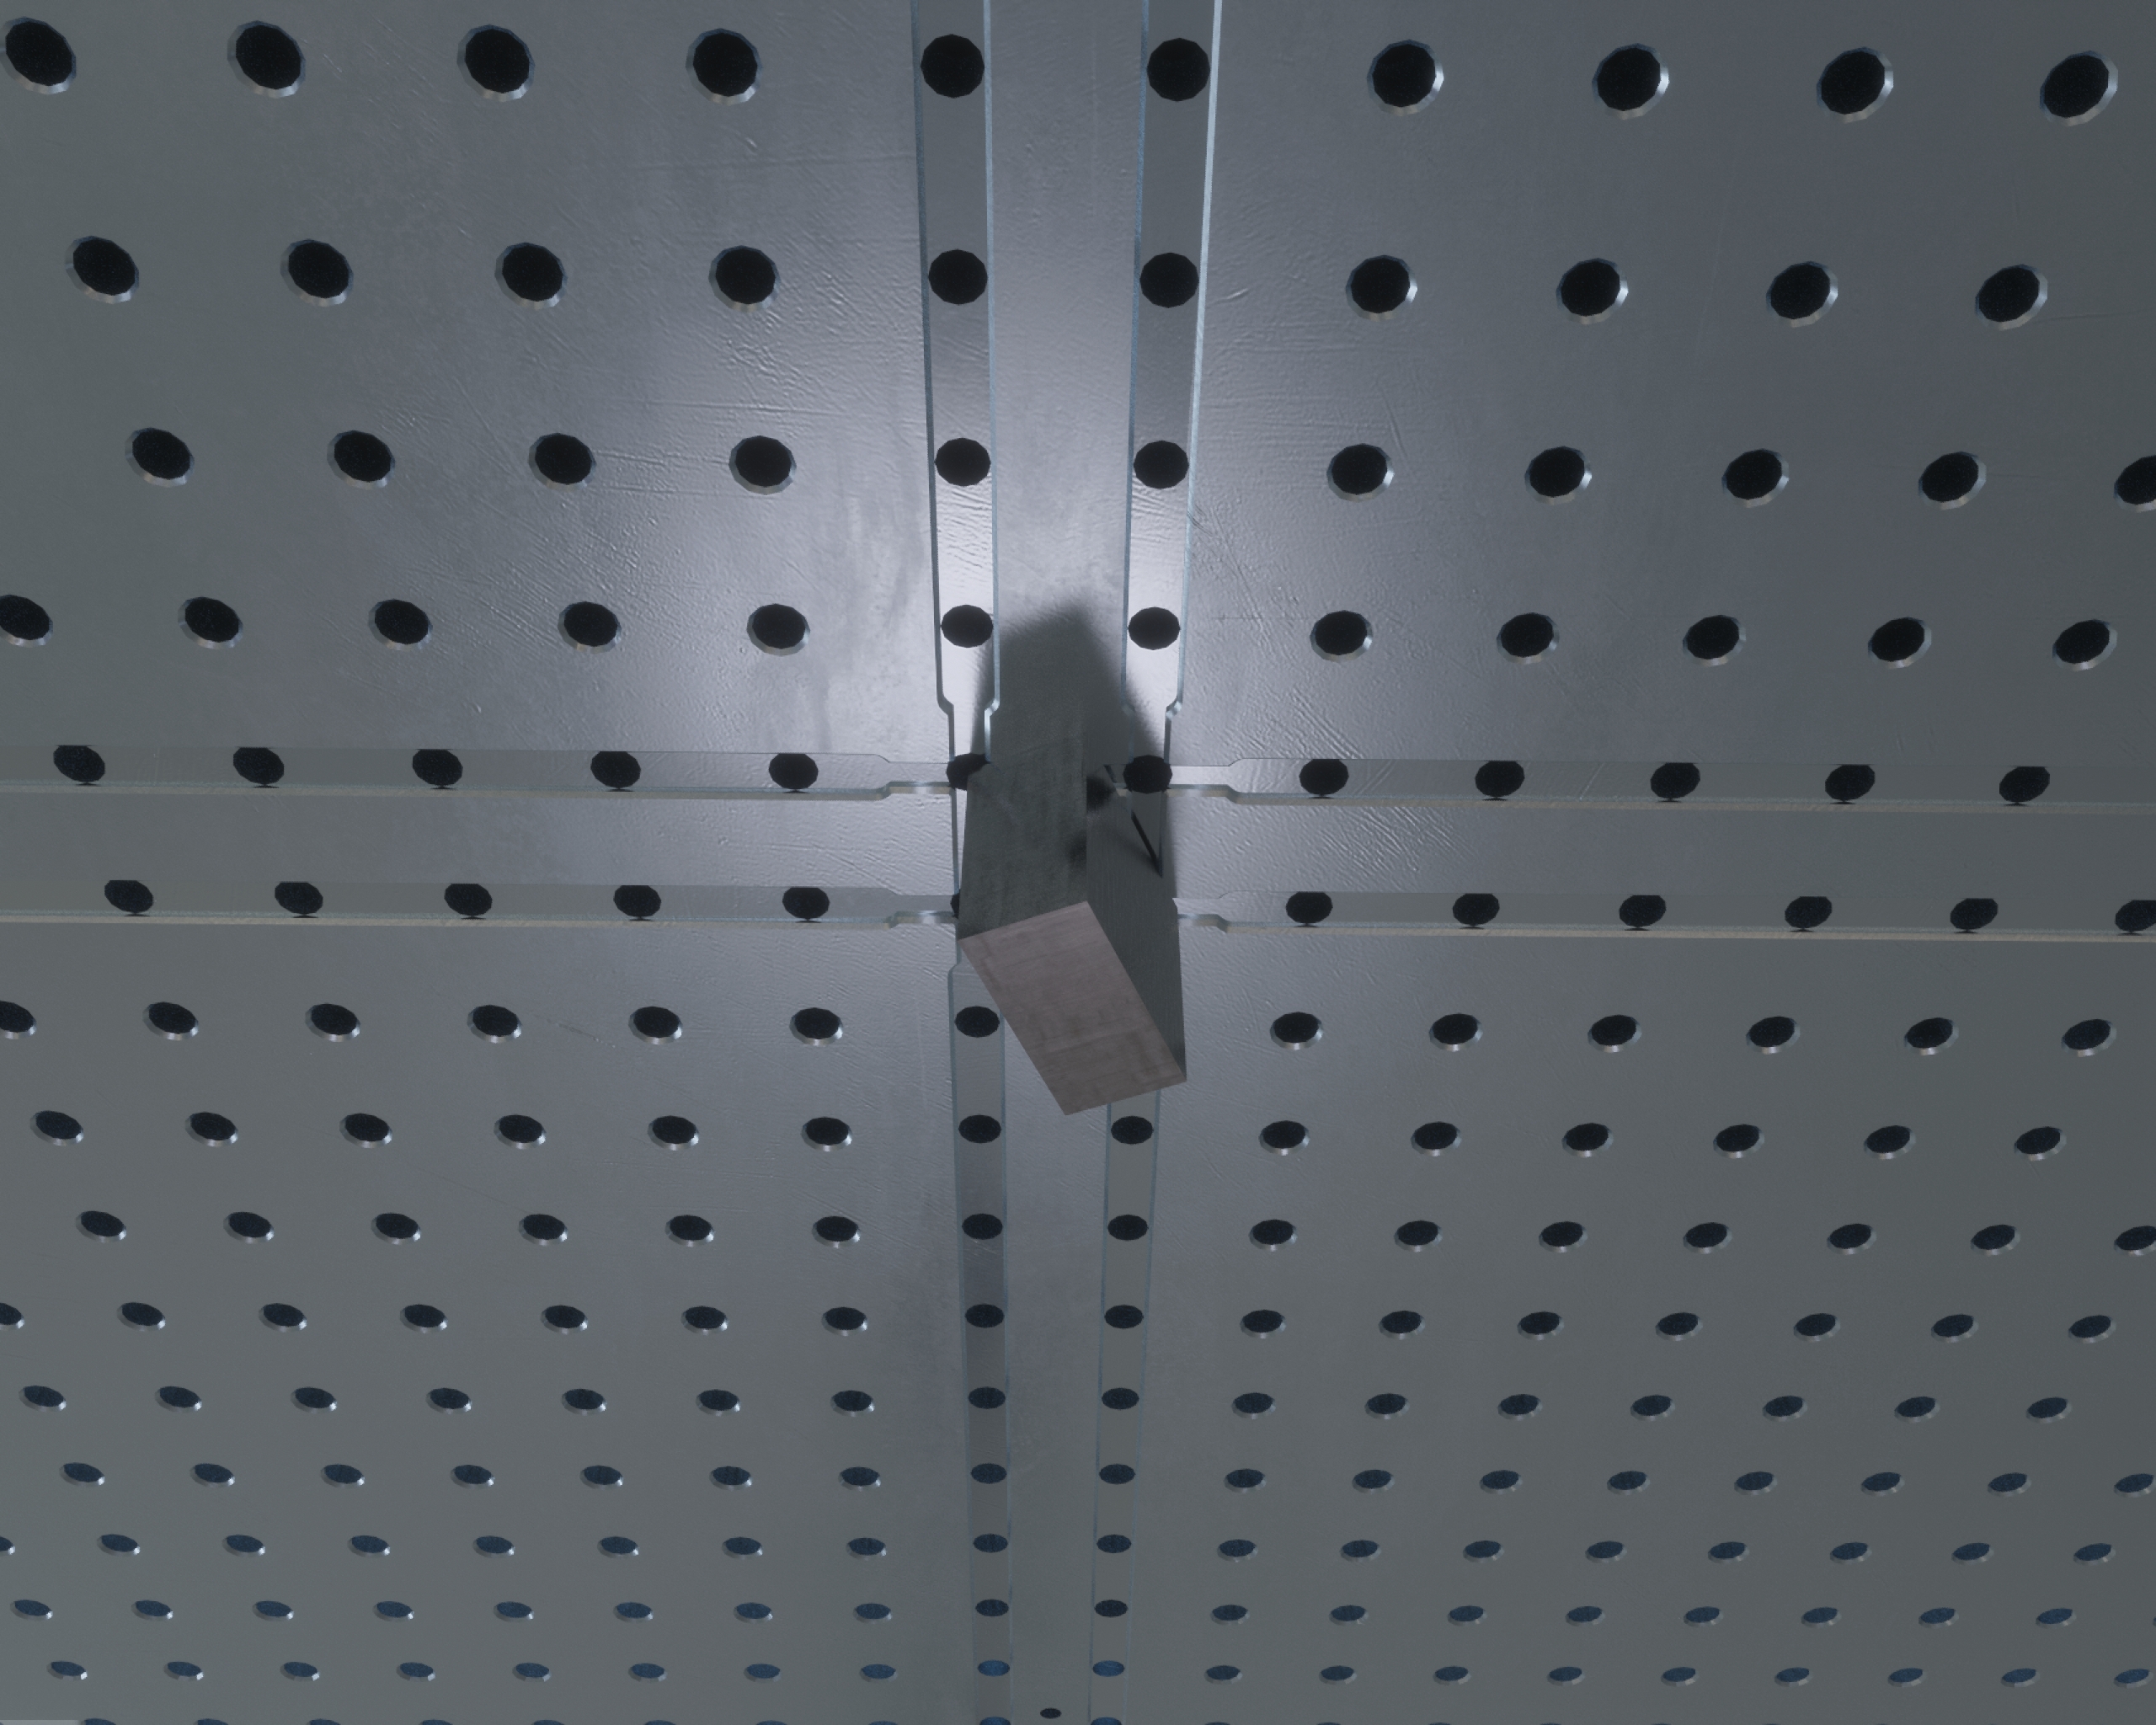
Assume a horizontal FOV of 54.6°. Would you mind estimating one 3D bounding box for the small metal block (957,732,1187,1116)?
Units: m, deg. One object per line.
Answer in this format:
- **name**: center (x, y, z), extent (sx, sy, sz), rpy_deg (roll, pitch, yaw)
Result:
- **small metal block**: center (0.000, 0.012, 0.405), extent (0.025, 0.050, 0.050), rpy_deg (-18, 128, 14)
